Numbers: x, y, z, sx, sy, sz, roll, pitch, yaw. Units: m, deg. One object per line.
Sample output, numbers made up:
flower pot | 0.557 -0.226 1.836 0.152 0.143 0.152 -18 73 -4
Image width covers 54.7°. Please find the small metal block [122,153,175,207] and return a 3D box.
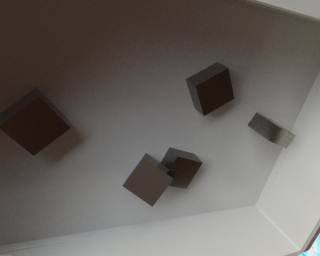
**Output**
small metal block | -0.015 0.072 0.430 0.050 0.025 0.050 36 100 -2

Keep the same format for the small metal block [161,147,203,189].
small metal block | 0.027 0.061 0.463 0.050 0.025 0.050 18 109 -36

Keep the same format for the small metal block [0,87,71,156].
small metal block | -0.134 -0.006 0.332 0.050 0.025 0.050 -38 130 -3

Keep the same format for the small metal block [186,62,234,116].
small metal block | 0.068 -0.052 0.416 0.050 0.025 0.050 -30 129 -10

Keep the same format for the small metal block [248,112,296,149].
small metal block | 0.178 0.004 0.495 0.050 0.050 0.025 20 108 -36
